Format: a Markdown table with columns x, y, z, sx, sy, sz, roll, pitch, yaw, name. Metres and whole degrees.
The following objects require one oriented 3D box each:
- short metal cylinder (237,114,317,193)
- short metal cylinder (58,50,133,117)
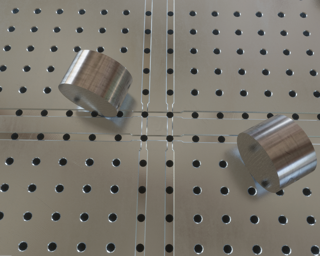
| x | y | z | sx | sy | sz | roll | pitch | yaw | name |
| --- | --- | --- | --- | --- | --- | --- | --- | --- | --- |
| 0.137 | 0.030 | 0.372 | 0.050 | 0.080 | 0.080 | -26 | 72 | -9 | short metal cylinder |
| -0.082 | -0.056 | 0.402 | 0.080 | 0.080 | 0.050 | 20 | 71 | 7 | short metal cylinder |
